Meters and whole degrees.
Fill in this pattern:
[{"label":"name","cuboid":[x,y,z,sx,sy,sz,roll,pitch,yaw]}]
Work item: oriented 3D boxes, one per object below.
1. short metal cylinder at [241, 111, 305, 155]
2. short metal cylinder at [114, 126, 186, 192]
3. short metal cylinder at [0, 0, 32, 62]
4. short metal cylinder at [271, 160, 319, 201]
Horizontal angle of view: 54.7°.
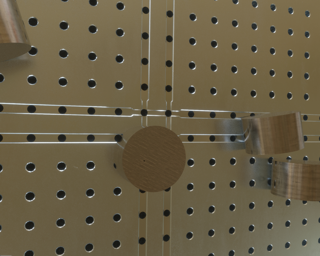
[{"label":"short metal cylinder","cuboid":[0.160,0.006,0.442,0.081,0.080,0.050,-10,94,-20]},{"label":"short metal cylinder","cuboid":[-0.014,0.037,0.394,0.081,0.050,0.079,0,90,-20]},{"label":"short metal cylinder","cuboid":[-0.181,-0.099,0.316,0.081,0.080,0.050,-18,96,-19]},{"label":"short metal cylinder","cuboid":[0.208,0.075,0.460,0.081,0.080,0.050,3,89,-20]}]
